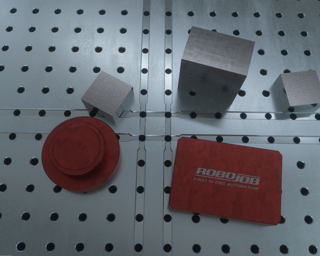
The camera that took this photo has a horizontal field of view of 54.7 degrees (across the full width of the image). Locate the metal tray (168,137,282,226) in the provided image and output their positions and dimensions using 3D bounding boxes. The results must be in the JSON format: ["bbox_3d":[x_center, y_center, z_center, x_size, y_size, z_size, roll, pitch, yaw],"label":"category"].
[{"bbox_3d":[0.081,0.066,0.386,0.131,0.030,0.090,9,70,2],"label":"metal tray"}]

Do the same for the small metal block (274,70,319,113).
[{"bbox_3d":[0.195,-0.051,0.433,0.050,0.025,0.050,-6,70,-3],"label":"small metal block"}]

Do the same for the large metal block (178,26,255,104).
[{"bbox_3d":[0.071,-0.081,0.413,0.080,0.080,0.050,16,71,5],"label":"large metal block"}]

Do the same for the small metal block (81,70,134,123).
[{"bbox_3d":[-0.071,-0.043,0.427,0.050,0.025,0.050,28,72,9],"label":"small metal block"}]

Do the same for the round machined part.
[{"bbox_3d":[-0.100,0.030,0.391,0.099,0.042,0.098,0,70,-1],"label":"round machined part"}]
